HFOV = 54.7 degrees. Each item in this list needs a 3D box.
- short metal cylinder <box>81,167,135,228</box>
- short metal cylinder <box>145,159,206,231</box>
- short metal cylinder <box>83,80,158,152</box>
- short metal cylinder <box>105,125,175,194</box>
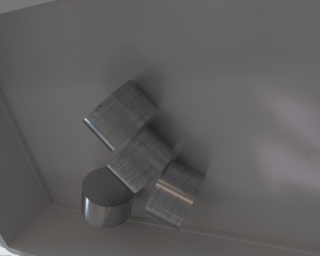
[{"bbox_3d":[-0.081,0.107,0.482,0.080,0.080,0.050,23,127,14],"label":"short metal cylinder"},{"bbox_3d":[0.021,0.089,0.417,0.050,0.080,0.079,27,128,11],"label":"short metal cylinder"},{"bbox_3d":[-0.049,-0.015,0.389,0.050,0.080,0.080,48,129,-6],"label":"short metal cylinder"},{"bbox_3d":[-0.027,0.041,0.413,0.050,0.080,0.080,45,129,-3],"label":"short metal cylinder"}]
